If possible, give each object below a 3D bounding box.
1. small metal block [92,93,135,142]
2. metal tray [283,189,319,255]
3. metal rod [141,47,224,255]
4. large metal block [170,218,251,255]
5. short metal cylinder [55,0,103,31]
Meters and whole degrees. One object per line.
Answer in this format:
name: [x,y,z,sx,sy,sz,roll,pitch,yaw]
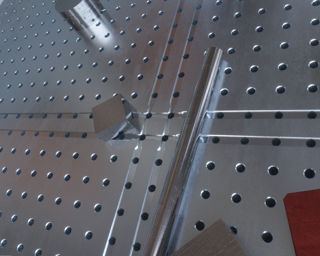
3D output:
small metal block: [-0.069,-0.015,0.452,0.050,0.025,0.050,-26,53,12]
metal tray: [0.162,0.114,0.251,0.090,0.030,0.130,-14,56,20]
metal rod: [0.031,0.027,0.374,0.025,0.025,0.300,5,64,30]
large metal block: [0.052,0.143,0.277,0.080,0.050,0.080,-38,51,2]
short metal cylinder: [-0.162,-0.245,0.625,0.080,0.050,0.080,-13,56,20]
